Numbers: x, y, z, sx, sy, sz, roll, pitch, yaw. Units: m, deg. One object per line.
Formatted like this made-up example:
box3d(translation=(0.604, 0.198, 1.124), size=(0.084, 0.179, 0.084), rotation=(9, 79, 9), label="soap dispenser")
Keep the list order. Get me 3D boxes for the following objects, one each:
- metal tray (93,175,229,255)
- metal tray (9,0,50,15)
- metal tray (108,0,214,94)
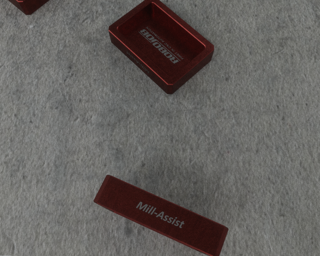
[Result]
box3d(translation=(0.000, 0.097, 0.337), size=(0.130, 0.090, 0.030), rotation=(22, 72, 7), label="metal tray")
box3d(translation=(-0.224, -0.250, 0.494), size=(0.130, 0.030, 0.090), rotation=(40, 74, 13), label="metal tray")
box3d(translation=(0.001, -0.122, 0.450), size=(0.090, 0.030, 0.130), rotation=(-42, 76, -14), label="metal tray")
